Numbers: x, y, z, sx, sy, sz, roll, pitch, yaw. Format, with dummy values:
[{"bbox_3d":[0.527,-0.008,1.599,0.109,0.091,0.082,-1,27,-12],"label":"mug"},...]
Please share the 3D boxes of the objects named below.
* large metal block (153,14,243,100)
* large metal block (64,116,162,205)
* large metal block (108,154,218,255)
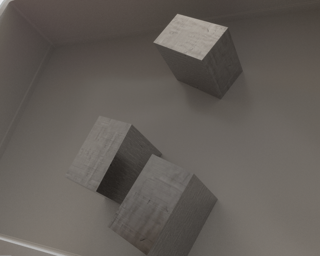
[{"bbox_3d":[0.051,-0.091,0.399,0.080,0.080,0.050,31,79,37],"label":"large metal block"},{"bbox_3d":[-0.051,0.043,0.369,0.050,0.080,0.080,14,69,34],"label":"large metal block"},{"bbox_3d":[0.007,0.085,0.314,0.050,0.080,0.080,22,73,36],"label":"large metal block"}]
